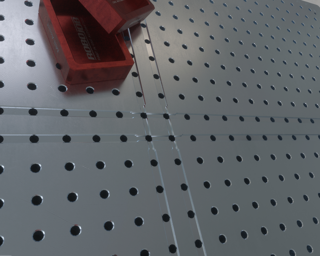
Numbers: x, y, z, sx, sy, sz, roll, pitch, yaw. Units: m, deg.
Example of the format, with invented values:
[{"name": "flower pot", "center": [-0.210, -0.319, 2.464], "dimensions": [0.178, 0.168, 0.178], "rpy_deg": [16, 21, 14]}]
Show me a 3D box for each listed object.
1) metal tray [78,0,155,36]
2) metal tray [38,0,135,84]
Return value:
[{"name": "metal tray", "center": [-0.065, -0.190, 0.448], "dimensions": [0.090, 0.030, 0.130], "rpy_deg": [47, 32, -10]}, {"name": "metal tray", "center": [-0.102, -0.125, 0.426], "dimensions": [0.091, 0.030, 0.130], "rpy_deg": [-13, 69, -33]}]
